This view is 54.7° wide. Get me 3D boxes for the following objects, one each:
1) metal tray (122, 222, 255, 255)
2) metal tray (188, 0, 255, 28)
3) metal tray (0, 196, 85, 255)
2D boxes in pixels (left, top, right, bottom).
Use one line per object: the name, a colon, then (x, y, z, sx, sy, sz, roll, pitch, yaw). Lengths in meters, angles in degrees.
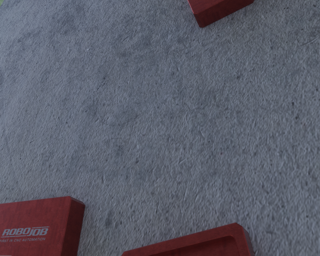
metal tray: (0.029, 0.152, 0.292, 0.130, 0.030, 0.090, -20, 54, 16)
metal tray: (0.084, -0.228, 0.497, 0.090, 0.030, 0.130, -24, 53, 13)
metal tray: (-0.165, 0.141, 0.401, 0.130, 0.030, 0.090, -11, 57, 22)
